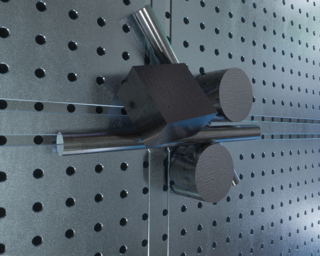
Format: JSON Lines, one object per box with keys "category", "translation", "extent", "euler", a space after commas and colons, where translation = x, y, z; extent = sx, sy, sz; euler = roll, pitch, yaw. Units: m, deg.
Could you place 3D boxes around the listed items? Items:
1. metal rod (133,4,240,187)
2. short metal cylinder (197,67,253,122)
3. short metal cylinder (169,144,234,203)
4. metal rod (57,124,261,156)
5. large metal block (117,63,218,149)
{"category": "metal rod", "translation": [0.047, -0.030, 0.445], "extent": [0.025, 0.025, 0.299], "euler": [-46, 118, -30]}
{"category": "short metal cylinder", "translation": [0.096, -0.048, 0.469], "extent": [0.081, 0.050, 0.079], "euler": [0, 90, -40]}
{"category": "short metal cylinder", "translation": [0.059, 0.061, 0.438], "extent": [0.081, 0.050, 0.079], "euler": [0, 90, -40]}
{"category": "metal rod", "translation": [0.023, 0.011, 0.402], "extent": [0.303, 0.025, 0.025], "euler": [-2, 92, -34]}
{"category": "large metal block", "translation": [0.008, -0.030, 0.372], "extent": [0.081, 0.050, 0.080], "euler": [-13, 64, -39]}
